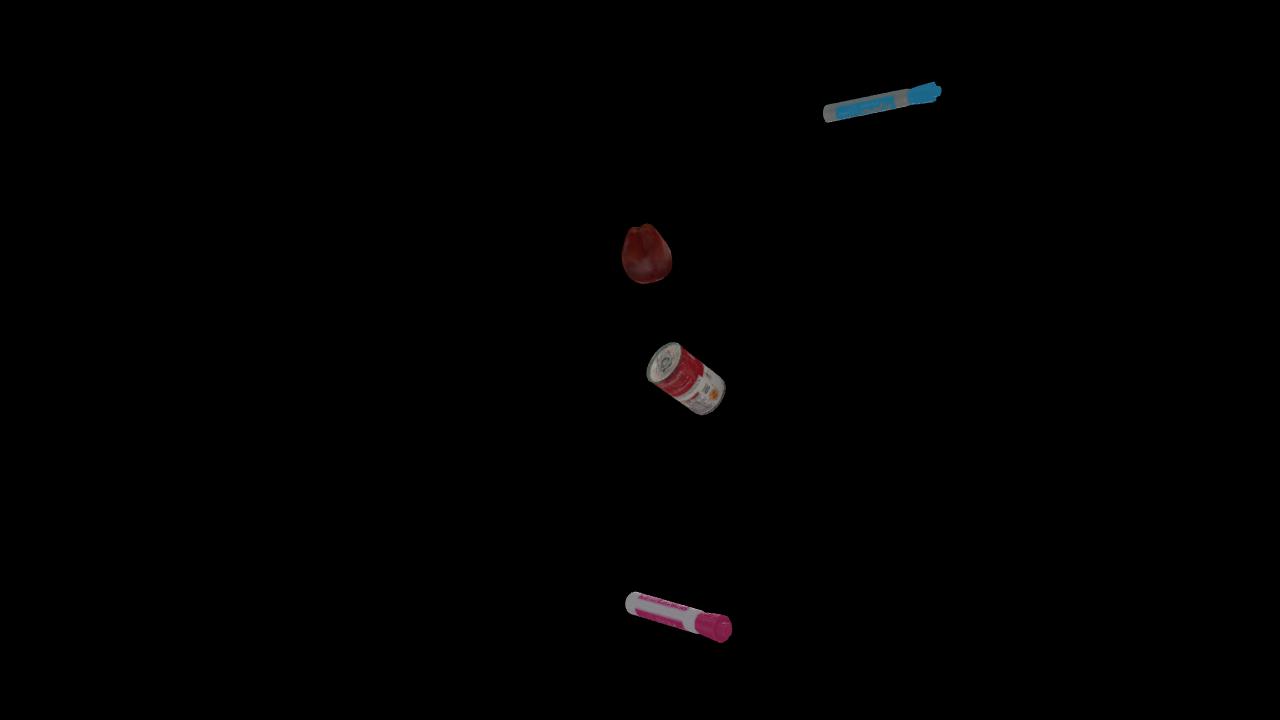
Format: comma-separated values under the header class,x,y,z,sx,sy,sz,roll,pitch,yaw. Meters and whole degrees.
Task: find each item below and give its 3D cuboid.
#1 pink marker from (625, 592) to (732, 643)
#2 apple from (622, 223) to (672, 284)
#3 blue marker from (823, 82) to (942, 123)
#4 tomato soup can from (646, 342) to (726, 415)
class,x,y,z,sx,sy,sz,roll,pitch,yaw
pink marker,0.028,0.202,0.487,0.020,0.020,0.121,0,-9,-35
apple,0.009,-0.165,0.976,0.079,0.093,0.079,-12,31,7
blue marker,0.250,-0.269,0.643,0.020,0.020,0.121,0,6,-45
tomato soup can,0.068,0.028,0.888,0.101,0.068,0.068,36,-20,-30
